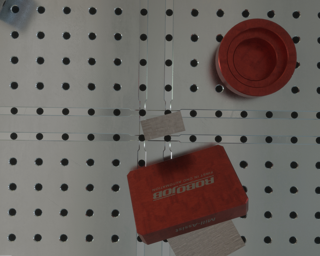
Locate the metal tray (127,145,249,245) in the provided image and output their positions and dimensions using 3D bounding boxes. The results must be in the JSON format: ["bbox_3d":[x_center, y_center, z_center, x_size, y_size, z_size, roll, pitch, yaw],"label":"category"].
[{"bbox_3d":[0.031,0.079,0.384,0.131,0.030,0.090,-17,47,-1],"label":"metal tray"}]

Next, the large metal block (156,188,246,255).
[{"bbox_3d":[0.050,0.127,0.402,0.080,0.050,0.080,-29,90,0],"label":"large metal block"}]

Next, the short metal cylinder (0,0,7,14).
[{"bbox_3d":[-0.230,-0.182,0.383,0.080,0.080,0.050,26,90,-1],"label":"short metal cylinder"}]

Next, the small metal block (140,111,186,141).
[{"bbox_3d":[0.003,-0.003,0.401,0.050,0.050,0.025,-14,90,0],"label":"small metal block"}]

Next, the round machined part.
[{"bbox_3d":[0.122,-0.088,0.406,0.099,0.042,0.097,0,90,-1],"label":"round machined part"}]
